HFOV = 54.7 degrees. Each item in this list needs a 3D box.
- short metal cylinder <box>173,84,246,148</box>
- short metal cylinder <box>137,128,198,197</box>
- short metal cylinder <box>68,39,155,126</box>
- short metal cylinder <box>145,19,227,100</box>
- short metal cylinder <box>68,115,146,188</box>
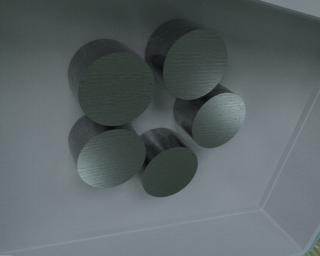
[{"bbox_3d":[0.065,-0.020,0.413,0.081,0.050,0.079,-14,124,-21],"label":"short metal cylinder"},{"bbox_3d":[0.004,0.046,0.420,0.081,0.050,0.079,-14,124,-21],"label":"short metal cylinder"},{"bbox_3d":[-0.052,-0.049,0.331,0.081,0.050,0.079,-14,124,-21],"label":"short metal cylinder"},{"bbox_3d":[0.029,-0.079,0.357,0.081,0.050,0.079,-14,124,-21],"label":"short metal cylinder"},{"bbox_3d":[-0.064,0.024,0.370,0.081,0.050,0.079,-14,124,-21],"label":"short metal cylinder"}]
